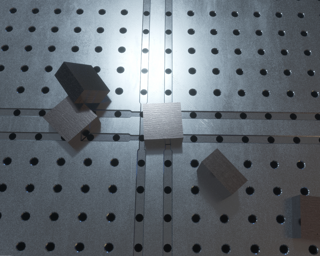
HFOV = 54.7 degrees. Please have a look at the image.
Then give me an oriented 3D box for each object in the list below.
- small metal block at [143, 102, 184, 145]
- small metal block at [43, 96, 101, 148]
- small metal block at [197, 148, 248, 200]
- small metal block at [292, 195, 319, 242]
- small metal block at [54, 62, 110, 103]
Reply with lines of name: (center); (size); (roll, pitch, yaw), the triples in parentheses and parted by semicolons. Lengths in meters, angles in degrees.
small metal block: (0.004, -0.006, 0.414); (0.050, 0.025, 0.050); (-3, 70, -2)
small metal block: (-0.117, -0.011, 0.414); (0.050, 0.025, 0.050); (42, 75, 13)
small metal block: (0.074, 0.058, 0.378); (0.025, 0.050, 0.050); (-39, 75, -13)
small metal block: (0.190, 0.110, 0.374); (0.050, 0.025, 0.050); (7, 70, 2)
small metal block: (-0.104, -0.060, 0.417); (0.025, 0.050, 0.050); (-45, 72, 26)
